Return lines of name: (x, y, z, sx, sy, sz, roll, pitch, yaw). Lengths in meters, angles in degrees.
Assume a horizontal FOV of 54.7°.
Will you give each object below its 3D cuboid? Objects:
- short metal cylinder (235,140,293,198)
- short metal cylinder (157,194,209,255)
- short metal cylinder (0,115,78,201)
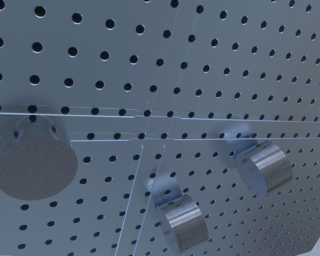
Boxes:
short metal cylinder: (0.169, 0.067, 0.509, 0.050, 0.080, 0.080, -25, 128, -13)
short metal cylinder: (0.034, 0.152, 0.488, 0.050, 0.080, 0.079, -19, 126, -17)
short metal cylinder: (-0.136, 0.032, 0.340, 0.081, 0.050, 0.079, -14, 124, -21)
